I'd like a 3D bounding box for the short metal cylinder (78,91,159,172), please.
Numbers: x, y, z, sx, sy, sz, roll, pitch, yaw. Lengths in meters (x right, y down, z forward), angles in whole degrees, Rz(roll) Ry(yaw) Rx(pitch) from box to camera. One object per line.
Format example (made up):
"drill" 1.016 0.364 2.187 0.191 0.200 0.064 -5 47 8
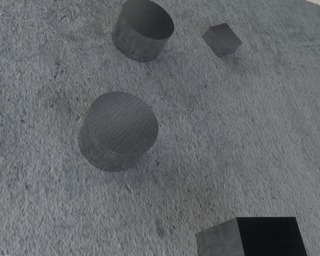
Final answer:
"short metal cylinder" -0.049 0.005 0.359 0.081 0.050 0.080 14 56 -21

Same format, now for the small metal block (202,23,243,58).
"small metal block" 0.113 -0.160 0.562 0.050 0.025 0.050 -27 77 -37

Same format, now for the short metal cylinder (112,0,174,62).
"short metal cylinder" -0.026 -0.146 0.463 0.081 0.050 0.080 14 56 -21

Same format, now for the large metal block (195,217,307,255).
"large metal block" 0.097 0.133 0.340 0.081 0.080 0.050 7 59 -25
